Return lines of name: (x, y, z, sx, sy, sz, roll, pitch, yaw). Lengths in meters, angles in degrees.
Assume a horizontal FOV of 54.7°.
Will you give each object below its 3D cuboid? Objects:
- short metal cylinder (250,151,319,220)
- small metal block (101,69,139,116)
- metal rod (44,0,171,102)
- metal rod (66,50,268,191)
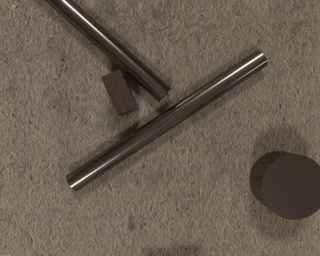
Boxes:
short metal cylinder: (0.163, 0.071, 0.400, 0.081, 0.050, 0.079, 0, 90, -1)
small metal block: (-0.050, -0.043, 0.397, 0.025, 0.050, 0.050, -23, 90, 0)
metal rod: (-0.105, -0.143, 0.408, 0.300, 0.025, 0.025, 42, 90, -1)
metal rod: (0.009, -0.010, 0.410, 0.301, 0.025, 0.025, -33, 90, -1)
